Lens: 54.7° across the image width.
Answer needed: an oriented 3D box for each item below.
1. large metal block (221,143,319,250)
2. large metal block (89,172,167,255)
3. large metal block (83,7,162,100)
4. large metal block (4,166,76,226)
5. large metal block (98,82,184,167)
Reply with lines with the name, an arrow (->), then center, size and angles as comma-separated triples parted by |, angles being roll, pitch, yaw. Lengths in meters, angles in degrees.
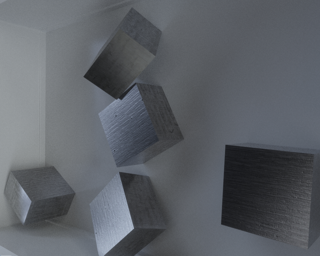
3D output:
large metal block -> 0.109, 0.058, 0.299 | 0.080, 0.050, 0.079 | 5, 93, 39
large metal block -> -0.046, 0.117, 0.413 | 0.080, 0.050, 0.080 | -48, 45, 29
large metal block -> -0.046, -0.097, 0.400 | 0.080, 0.050, 0.080 | -43, 22, 31
large metal block -> -0.210, 0.114, 0.541 | 0.080, 0.081, 0.050 | 38, 113, 33
large metal block -> -0.027, -0.002, 0.411 | 0.080, 0.050, 0.080 | -34, 69, 34
